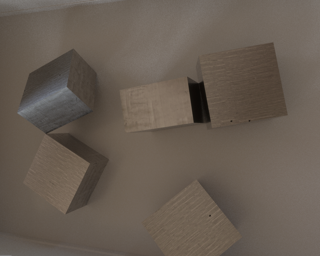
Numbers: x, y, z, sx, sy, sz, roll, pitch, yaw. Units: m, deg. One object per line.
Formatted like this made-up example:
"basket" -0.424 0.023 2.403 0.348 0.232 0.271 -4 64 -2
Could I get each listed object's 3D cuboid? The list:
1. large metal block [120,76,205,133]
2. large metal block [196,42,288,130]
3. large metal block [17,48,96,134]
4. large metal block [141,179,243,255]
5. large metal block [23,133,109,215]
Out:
"large metal block" 0.008 -0.025 0.378 0.080 0.080 0.050 -9 87 19
"large metal block" 0.089 -0.045 0.354 0.080 0.050 0.080 -10 87 2
"large metal block" -0.137 -0.050 0.424 0.080 0.050 0.080 -23 46 18
"large metal block" 0.037 0.119 0.371 0.080 0.050 0.080 -38 77 -4
"large metal block" -0.134 0.062 0.443 0.080 0.050 0.080 30 100 17
